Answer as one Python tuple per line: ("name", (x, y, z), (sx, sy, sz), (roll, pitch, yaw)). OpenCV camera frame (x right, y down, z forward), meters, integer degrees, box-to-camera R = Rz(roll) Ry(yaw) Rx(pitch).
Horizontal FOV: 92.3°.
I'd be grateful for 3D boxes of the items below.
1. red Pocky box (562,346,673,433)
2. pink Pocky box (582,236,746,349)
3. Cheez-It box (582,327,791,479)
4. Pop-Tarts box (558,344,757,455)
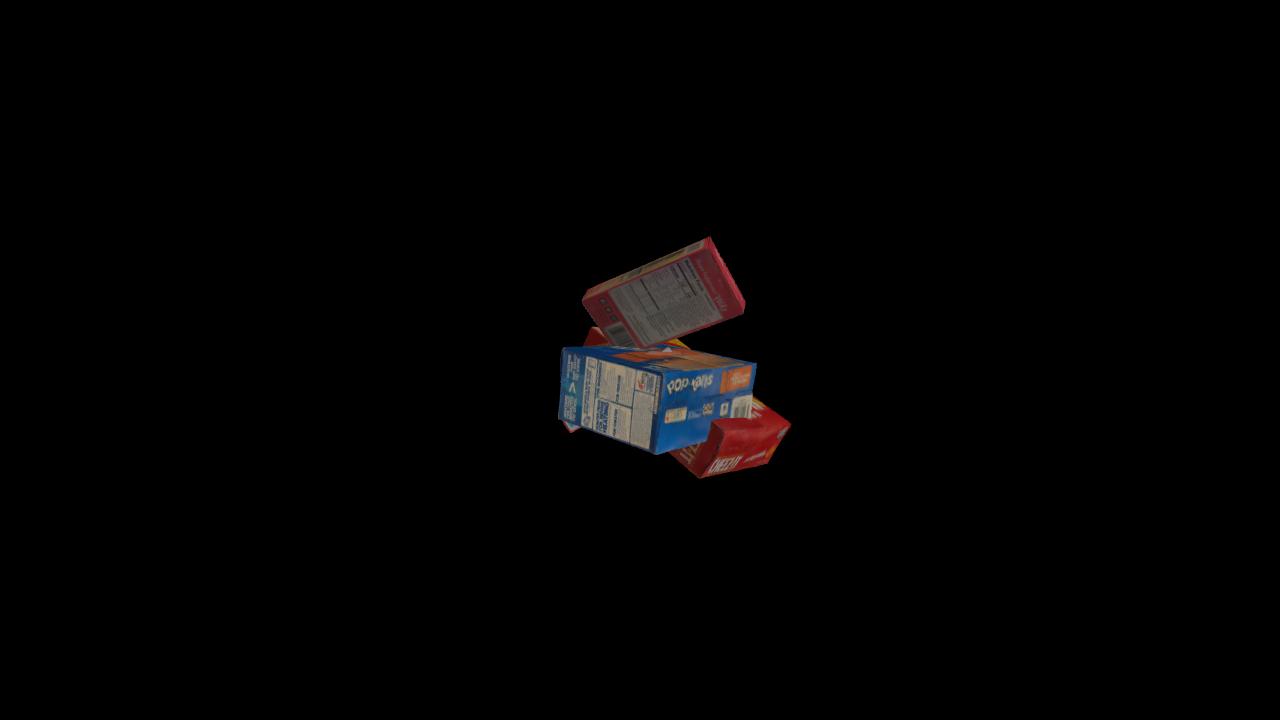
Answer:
("red Pocky box", (-0.026, 0.037, 0.713), (0.083, 0.028, 0.155), (-36, 3, -38))
("pink Pocky box", (0.024, -0.062, 0.648), (0.155, 0.084, 0.029), (-20, 29, 27))
("Cheez-It box", (0.050, 0.043, 0.745), (0.223, 0.071, 0.166), (38, 21, 32))
("Pop-Tarts box", (0.021, 0.033, 0.665), (0.141, 0.083, 0.167), (13, 11, 40))
